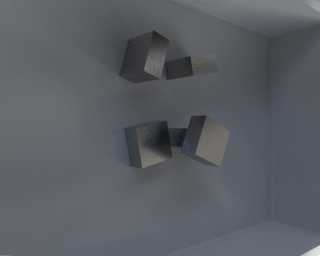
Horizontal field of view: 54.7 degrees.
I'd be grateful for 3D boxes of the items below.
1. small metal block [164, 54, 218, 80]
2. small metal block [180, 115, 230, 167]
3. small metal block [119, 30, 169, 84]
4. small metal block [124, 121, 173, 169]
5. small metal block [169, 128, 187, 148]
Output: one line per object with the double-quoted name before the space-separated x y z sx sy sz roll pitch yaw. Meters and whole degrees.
"small metal block" 0.043 -0.084 0.429 0.050 0.050 0.025 -16 101 -39
"small metal block" 0.058 0.017 0.393 0.050 0.025 0.050 29 72 -37
"small metal block" -0.020 -0.084 0.375 0.025 0.050 0.050 21 77 -39
"small metal block" -0.014 0.020 0.397 0.050 0.025 0.050 -15 100 -39
"small metal block" 0.046 0.017 0.431 0.050 0.050 0.025 13 82 -40
